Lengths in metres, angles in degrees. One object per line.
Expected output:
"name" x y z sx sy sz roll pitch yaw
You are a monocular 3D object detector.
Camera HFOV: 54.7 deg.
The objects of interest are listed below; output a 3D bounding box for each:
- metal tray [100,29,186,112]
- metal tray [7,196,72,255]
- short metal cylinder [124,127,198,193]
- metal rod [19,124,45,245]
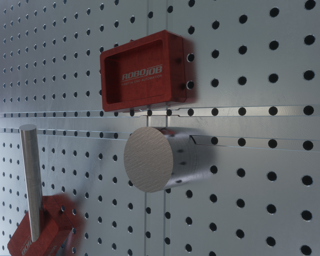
"metal tray" -0.028 -0.073 0.429 0.130 0.030 0.089 -6 86 39
"metal tray" -0.226 0.203 0.576 0.090 0.030 0.129 41 103 32
"short metal cylinder" 0.000 0.038 0.393 0.080 0.050 0.079 0 90 40
"metal rod" -0.217 0.135 0.540 0.025 0.025 0.298 24 120 37
